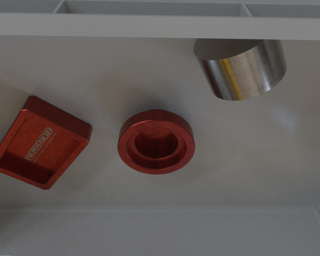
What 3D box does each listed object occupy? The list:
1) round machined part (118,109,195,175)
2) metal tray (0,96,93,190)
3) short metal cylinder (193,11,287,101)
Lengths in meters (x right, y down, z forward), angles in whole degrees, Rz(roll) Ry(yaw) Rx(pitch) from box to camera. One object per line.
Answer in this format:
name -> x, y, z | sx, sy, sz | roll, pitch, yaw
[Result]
round machined part -> -0.005, 0.014, 0.410 | 0.099, 0.042, 0.097 | -1, 130, 0
metal tray -> -0.165, 0.026, 0.425 | 0.090, 0.030, 0.129 | 30, 124, -24
short metal cylinder -> 0.081, -0.073, 0.312 | 0.080, 0.080, 0.050 | -20, 127, 16
